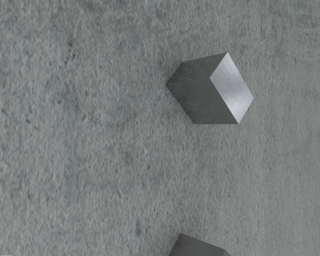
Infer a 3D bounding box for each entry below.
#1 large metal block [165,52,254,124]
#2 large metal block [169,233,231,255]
[{"bbox_3d":[0.068,-0.051,0.429,0.080,0.080,0.050,51,60,-28],"label":"large metal block"},{"bbox_3d":[0.050,0.199,0.414,0.050,0.080,0.080,50,60,-29],"label":"large metal block"}]
